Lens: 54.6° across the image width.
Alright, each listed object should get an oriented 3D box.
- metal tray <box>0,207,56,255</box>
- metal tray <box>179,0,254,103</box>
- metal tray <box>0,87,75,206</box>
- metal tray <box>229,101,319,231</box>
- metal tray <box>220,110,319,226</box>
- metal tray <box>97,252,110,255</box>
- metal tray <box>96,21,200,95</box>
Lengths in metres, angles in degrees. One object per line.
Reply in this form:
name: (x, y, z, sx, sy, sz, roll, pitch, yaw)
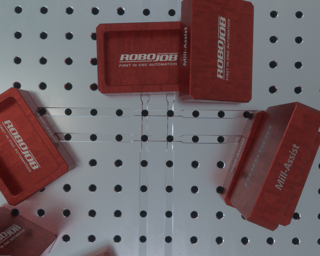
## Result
metal tray: (-0.187, 0.141, 0.360, 0.090, 0.130, 0.030, 28, 90, 0)
metal tray: (0.073, -0.098, 0.395, 0.091, 0.030, 0.129, 1, 90, -23)
metal tray: (-0.187, 0.024, 0.409, 0.090, 0.030, 0.130, -33, 90, 0)
metal tray: (0.126, 0.038, 0.351, 0.030, 0.090, 0.130, 23, 90, 0)
metal tray: (0.146, 0.052, 0.412, 0.090, 0.030, 0.129, 21, 90, 0)
metal tray: (-0.113, 0.235, 0.410, 0.130, 0.030, 0.090, -24, 90, 0)
metal tray: (-0.015, -0.091, 0.410, 0.131, 0.030, 0.090, -2, 90, 0)
